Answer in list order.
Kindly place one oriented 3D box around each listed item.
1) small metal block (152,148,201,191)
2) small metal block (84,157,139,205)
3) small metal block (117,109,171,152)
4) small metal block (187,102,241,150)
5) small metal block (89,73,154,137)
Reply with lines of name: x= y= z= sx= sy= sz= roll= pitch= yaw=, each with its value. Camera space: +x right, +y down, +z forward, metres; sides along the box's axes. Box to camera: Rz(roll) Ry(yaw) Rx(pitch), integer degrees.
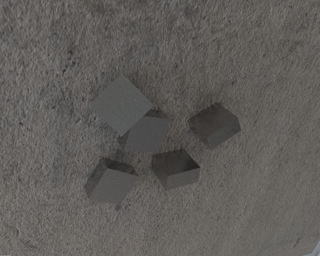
small metal block: x=0.022 y=0.057 z=0.438 sx=0.050 sy=0.050 sz=0.025 roll=-11 pitch=123 yaw=-23
small metal block: x=-0.065 y=0.072 z=0.416 sx=0.050 sy=0.025 sz=0.050 roll=22 pitch=106 yaw=-37
small metal block: x=-0.021 y=0.003 z=0.397 sx=0.050 sy=0.025 sz=0.050 roll=5 pitch=116 yaw=-31
small metal block: x=0.075 y=-0.004 z=0.429 sx=0.050 sy=0.050 sz=0.025 roll=-32 pitch=129 yaw=-8
small metal block: x=-0.042 y=-0.026 z=0.352 sx=0.050 sy=0.025 sz=0.050 roll=-44 pitch=93 yaw=2
